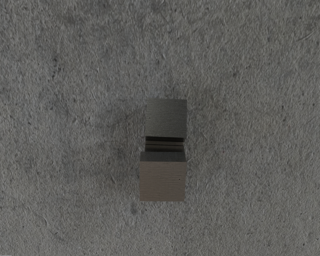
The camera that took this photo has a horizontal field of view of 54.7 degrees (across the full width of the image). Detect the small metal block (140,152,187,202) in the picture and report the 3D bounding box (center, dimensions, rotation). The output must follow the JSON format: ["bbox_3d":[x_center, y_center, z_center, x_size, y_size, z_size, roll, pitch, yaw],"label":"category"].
[{"bbox_3d":[0.003,0.055,0.351,0.050,0.025,0.050,1,110,-1],"label":"small metal block"}]

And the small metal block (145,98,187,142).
[{"bbox_3d":[0.008,-0.010,0.395,0.050,0.025,0.050,3,74,-1],"label":"small metal block"}]

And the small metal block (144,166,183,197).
[{"bbox_3d":[0.004,0.074,0.425,0.050,0.025,0.050,2,151,-1],"label":"small metal block"}]

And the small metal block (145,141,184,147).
[{"bbox_3d":[0.005,0.029,0.423,0.050,0.025,0.050,2,110,-2],"label":"small metal block"}]

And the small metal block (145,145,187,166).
[{"bbox_3d":[0.005,0.043,0.386,0.050,0.050,0.025,2,110,-1],"label":"small metal block"}]
